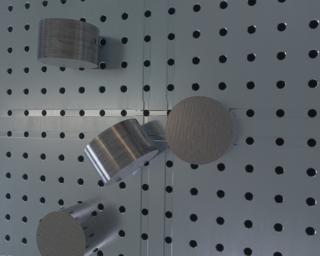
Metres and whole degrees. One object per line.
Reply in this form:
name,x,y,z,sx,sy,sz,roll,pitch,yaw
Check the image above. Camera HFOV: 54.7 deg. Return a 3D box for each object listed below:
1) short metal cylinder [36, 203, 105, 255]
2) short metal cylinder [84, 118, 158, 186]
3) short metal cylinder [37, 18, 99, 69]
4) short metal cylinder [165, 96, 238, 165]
short metal cylinder,-0.127,0.153,0.444,0.080,0.050,0.079,0,90,20
short metal cylinder,-0.049,0.031,0.401,0.080,0.080,0.050,-39,78,16
short metal cylinder,-0.125,-0.114,0.428,0.080,0.080,0.050,4,91,20
short metal cylinder,0.052,0.003,0.381,0.080,0.050,0.079,0,90,20
